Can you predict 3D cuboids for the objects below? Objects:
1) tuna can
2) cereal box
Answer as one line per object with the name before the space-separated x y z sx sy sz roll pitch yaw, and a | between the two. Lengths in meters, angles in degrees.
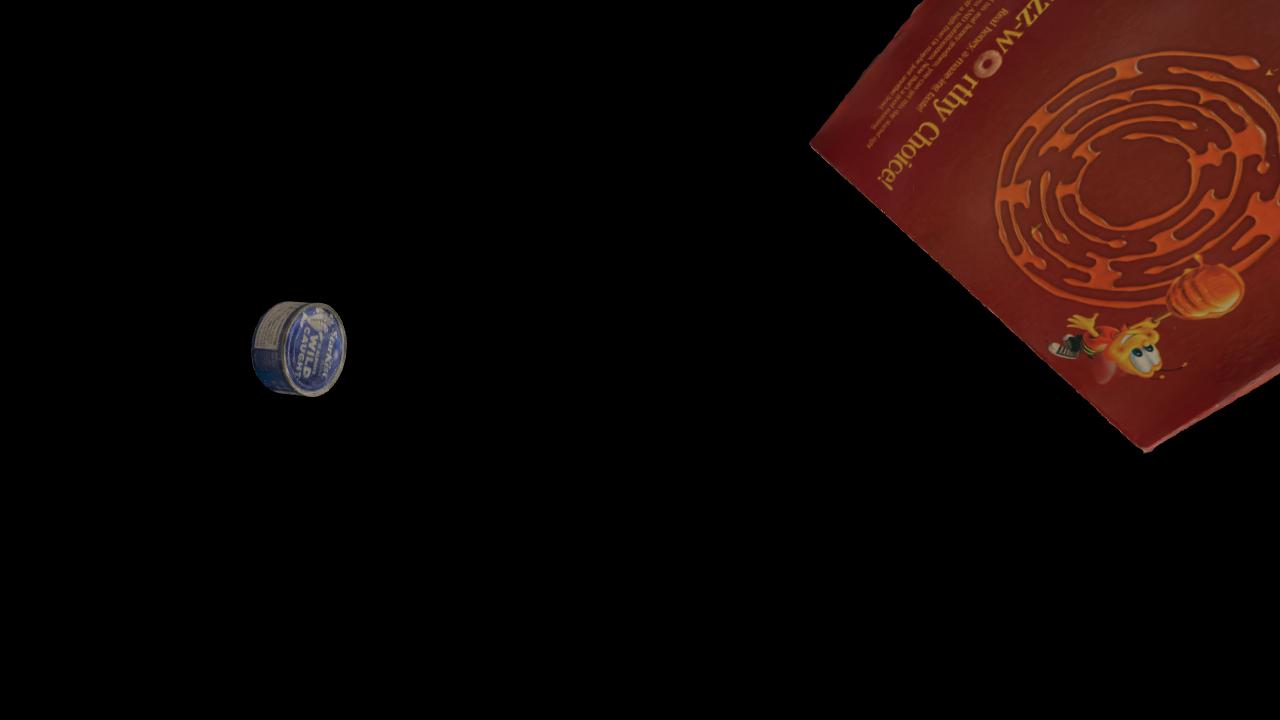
tuna can | -0.301 -0.010 0.546 0.034 0.084 0.084 5 1 8
cereal box | 0.281 -0.123 0.383 0.081 0.306 0.203 -1 -43 -48
